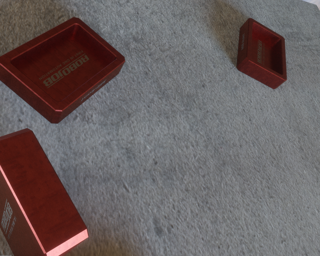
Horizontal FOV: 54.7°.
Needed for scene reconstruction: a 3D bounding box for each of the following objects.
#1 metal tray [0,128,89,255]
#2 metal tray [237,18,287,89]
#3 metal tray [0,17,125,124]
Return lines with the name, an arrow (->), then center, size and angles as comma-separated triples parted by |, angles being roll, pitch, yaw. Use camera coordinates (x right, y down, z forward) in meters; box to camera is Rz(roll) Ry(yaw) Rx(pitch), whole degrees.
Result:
metal tray -> -0.109, 0.069, 0.253 | 0.030, 0.129, 0.090 | -24, 75, -38
metal tray -> 0.197, -0.146, 0.598 | 0.090, 0.030, 0.130 | 25, 53, -14
metal tray -> -0.117, -0.076, 0.384 | 0.090, 0.030, 0.131 | 41, 51, -1
